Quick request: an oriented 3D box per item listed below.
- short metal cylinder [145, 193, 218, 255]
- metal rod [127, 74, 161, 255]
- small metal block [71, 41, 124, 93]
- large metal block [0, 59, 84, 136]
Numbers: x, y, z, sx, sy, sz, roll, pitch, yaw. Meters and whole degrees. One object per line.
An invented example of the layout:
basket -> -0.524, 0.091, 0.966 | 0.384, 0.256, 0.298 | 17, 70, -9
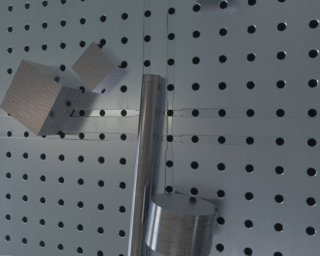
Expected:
short metal cylinder -> 0.026, 0.115, 0.374 | 0.080, 0.080, 0.050 | 10, 93, 20
metal rod -> -0.024, 0.078, 0.420 | 0.025, 0.025, 0.298 | 6, 92, 20
small metal block -> -0.090, -0.086, 0.444 | 0.050, 0.025, 0.050 | -45, 76, 14
large metal block -> -0.176, -0.044, 0.461 | 0.080, 0.050, 0.080 | 33, 101, 17
